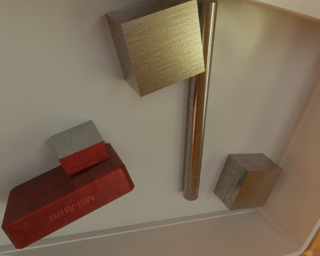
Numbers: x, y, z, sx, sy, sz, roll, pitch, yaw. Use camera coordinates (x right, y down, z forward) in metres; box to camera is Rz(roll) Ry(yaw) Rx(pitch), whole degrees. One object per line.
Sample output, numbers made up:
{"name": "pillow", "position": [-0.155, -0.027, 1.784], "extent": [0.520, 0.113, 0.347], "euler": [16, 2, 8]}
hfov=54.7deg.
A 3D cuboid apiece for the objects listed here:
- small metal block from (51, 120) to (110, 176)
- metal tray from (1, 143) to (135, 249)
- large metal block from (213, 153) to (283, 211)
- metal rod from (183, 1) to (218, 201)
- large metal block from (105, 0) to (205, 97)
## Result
{"name": "small metal block", "position": [-0.092, 0.021, 0.356], "extent": [0.050, 0.050, 0.025], "euler": [-23, 127, -15]}
{"name": "metal tray", "position": [-0.103, 0.069, 0.351], "extent": [0.131, 0.090, 0.030], "euler": [-26, 111, -13]}
{"name": "large metal block", "position": [0.150, 0.091, 0.534], "extent": [0.081, 0.050, 0.079], "euler": [2, 118, -30]}
{"name": "metal rod", "position": [0.052, -0.017, 0.428], "extent": [0.025, 0.025, 0.298], "euler": [-13, 124, -22]}
{"name": "large metal block", "position": [-0.003, -0.092, 0.336], "extent": [0.081, 0.050, 0.080], "euler": [-24, 128, -14]}
